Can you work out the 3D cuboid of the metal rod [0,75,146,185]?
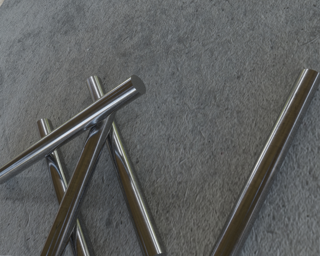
[{"bbox_3d":[-0.139,0.014,0.421,0.299,0.025,0.025,-29,51,28],"label":"metal rod"}]

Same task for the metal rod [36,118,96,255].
[{"bbox_3d":[-0.126,0.091,0.414,0.025,0.025,0.300,-37,51,4],"label":"metal rod"}]

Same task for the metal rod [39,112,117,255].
[{"bbox_3d":[-0.110,0.105,0.363,0.025,0.025,0.300,2,63,29],"label":"metal rod"}]

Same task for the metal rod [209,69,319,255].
[{"bbox_3d":[0.095,0.066,0.313,0.025,0.025,0.300,21,72,35],"label":"metal rod"}]

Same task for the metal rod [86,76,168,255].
[{"bbox_3d":[-0.056,0.030,0.414,0.025,0.025,0.300,-32,52,7],"label":"metal rod"}]
